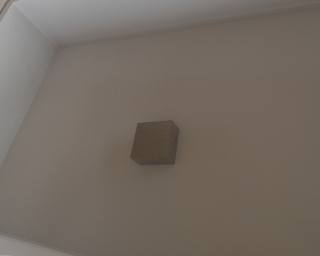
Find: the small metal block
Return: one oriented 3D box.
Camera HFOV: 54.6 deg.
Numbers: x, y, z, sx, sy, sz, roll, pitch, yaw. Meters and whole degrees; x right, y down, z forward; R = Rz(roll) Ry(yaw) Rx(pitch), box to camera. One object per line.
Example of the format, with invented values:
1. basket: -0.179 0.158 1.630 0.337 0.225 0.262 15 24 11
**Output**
1. small metal block: -0.006 0.019 0.398 0.050 0.025 0.050 -4 60 26
